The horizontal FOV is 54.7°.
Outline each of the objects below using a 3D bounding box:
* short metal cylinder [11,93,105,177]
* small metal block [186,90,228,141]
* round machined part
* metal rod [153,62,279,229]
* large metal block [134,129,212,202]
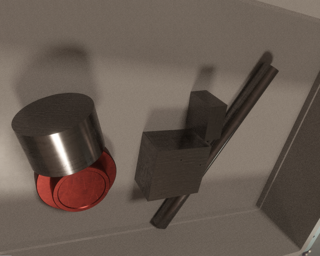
[{"bbox_3d":[-0.102,0.005,0.321,0.081,0.080,0.050,-20,126,-17],"label":"short metal cylinder"},{"bbox_3d":[0.061,-0.018,0.417,0.025,0.050,0.050,-8,122,-25],"label":"small metal block"},{"bbox_3d":[-0.101,0.064,0.384,0.099,0.042,0.097,-14,125,-21],"label":"round machined part"},{"bbox_3d":[0.080,0.034,0.475,0.025,0.025,0.299,24,105,-37],"label":"metal rod"},{"bbox_3d":[0.016,0.050,0.434,0.081,0.050,0.079,-3,120,-27],"label":"large metal block"}]
